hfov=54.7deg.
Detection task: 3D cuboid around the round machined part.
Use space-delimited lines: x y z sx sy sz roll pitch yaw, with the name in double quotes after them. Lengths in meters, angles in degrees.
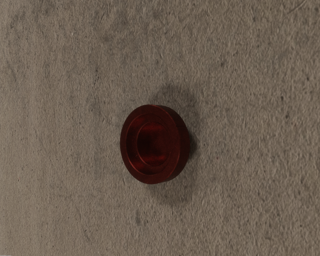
-0.002 0.020 0.394 0.098 0.042 0.097 0 90 39 "round machined part"
